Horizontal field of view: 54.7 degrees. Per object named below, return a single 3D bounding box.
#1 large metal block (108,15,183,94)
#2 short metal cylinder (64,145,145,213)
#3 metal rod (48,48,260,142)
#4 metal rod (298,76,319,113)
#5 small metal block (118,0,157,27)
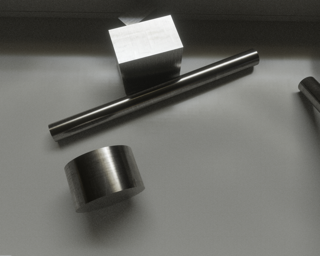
[{"bbox_3d":[-0.018,-0.096,0.415,0.081,0.080,0.050,-16,71,-6],"label":"large metal block"},{"bbox_3d":[-0.064,0.060,0.358,0.081,0.080,0.050,-19,72,-7],"label":"short metal cylinder"},{"bbox_3d":[-0.002,-0.048,0.427,0.302,0.025,0.025,-22,72,-8],"label":"metal rod"},{"bbox_3d":[0.239,0.039,0.331,0.025,0.025,0.300,-13,45,-5],"label":"metal rod"},{"bbox_3d":[-0.031,-0.151,0.451,0.050,0.050,0.025,-43,76,-14],"label":"small metal block"}]
